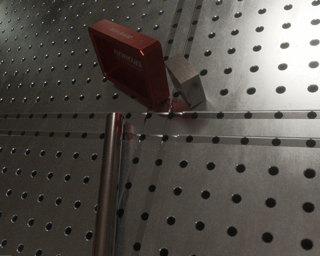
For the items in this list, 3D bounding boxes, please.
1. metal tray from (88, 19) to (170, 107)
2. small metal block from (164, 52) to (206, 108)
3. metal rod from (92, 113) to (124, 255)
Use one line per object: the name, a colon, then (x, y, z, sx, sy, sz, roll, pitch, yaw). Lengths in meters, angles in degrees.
metal tray: (-0.045, -0.095, 0.443, 0.030, 0.090, 0.130, -36, 48, -24)
small metal block: (0.034, -0.063, 0.410, 0.025, 0.050, 0.050, -30, 52, -1)
metal rod: (-0.065, 0.112, 0.371, 0.025, 0.025, 0.299, -13, 56, 20)
